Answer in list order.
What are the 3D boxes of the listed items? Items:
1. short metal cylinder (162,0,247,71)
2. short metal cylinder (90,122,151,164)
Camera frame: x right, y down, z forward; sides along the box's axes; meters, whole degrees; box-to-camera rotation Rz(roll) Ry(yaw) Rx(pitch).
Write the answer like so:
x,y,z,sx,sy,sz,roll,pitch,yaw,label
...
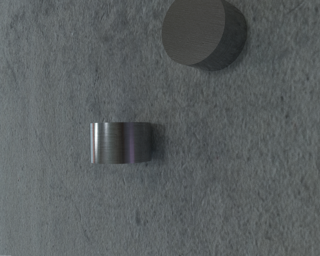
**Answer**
x,y,z,sx,sy,sz,roll,pitch,yaw,label
0.049,-0.107,0.347,0.080,0.050,0.079,0,90,39,short metal cylinder
-0.052,0.019,0.410,0.080,0.081,0.050,-2,89,39,short metal cylinder
